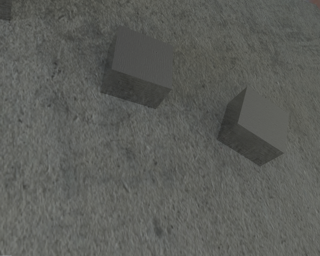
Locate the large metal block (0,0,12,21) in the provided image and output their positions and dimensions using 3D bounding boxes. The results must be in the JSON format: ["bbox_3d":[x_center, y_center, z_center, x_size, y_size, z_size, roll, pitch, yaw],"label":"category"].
[{"bbox_3d":[-0.226,-0.186,0.380,0.081,0.050,0.080,2,61,-28],"label":"large metal block"}]

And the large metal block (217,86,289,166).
[{"bbox_3d":[0.142,-0.002,0.468,0.080,0.050,0.080,32,51,-8],"label":"large metal block"}]

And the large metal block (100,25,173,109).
[{"bbox_3d":[-0.030,-0.082,0.423,0.081,0.050,0.080,16,55,-20],"label":"large metal block"}]
